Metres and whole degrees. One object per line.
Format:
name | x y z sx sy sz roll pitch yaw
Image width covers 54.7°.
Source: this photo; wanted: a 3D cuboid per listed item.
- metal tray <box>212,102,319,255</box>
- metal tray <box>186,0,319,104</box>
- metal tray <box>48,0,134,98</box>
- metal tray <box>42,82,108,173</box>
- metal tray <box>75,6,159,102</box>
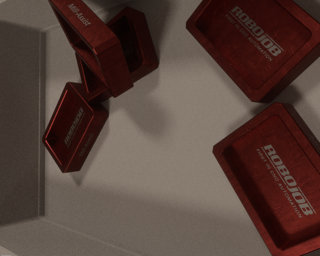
metal tray | 0.121 0.051 0.302 0.090 0.030 0.130 -41 65 32
metal tray | 0.096 -0.100 0.323 0.090 0.030 0.130 -49 62 28
metal tray | -0.088 -0.109 0.397 0.030 0.090 0.130 -35 61 -12
metal tray | -0.146 0.000 0.520 0.090 0.030 0.129 46 117 30
metal tray | -0.068 -0.103 0.457 0.130 0.030 0.090 -25 75 37
